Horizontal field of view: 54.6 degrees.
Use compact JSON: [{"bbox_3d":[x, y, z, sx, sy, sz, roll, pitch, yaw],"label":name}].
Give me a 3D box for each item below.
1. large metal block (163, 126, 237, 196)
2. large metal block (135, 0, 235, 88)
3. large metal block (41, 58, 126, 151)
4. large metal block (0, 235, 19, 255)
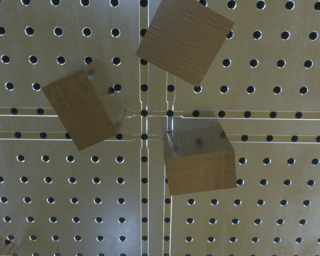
[{"bbox_3d":[0.048,0.039,0.399,0.080,0.080,0.050,-8,110,3],"label":"large metal block"},{"bbox_3d":[0.026,-0.105,0.361,0.080,0.050,0.080,26,108,-9],"label":"large metal block"},{"bbox_3d":[-0.085,-0.031,0.372,0.050,0.080,0.080,-23,109,8],"label":"large metal block"},{"bbox_3d":[-0.270,0.216,0.462,0.050,0.080,0.080,37,106,-13],"label":"large metal block"}]
